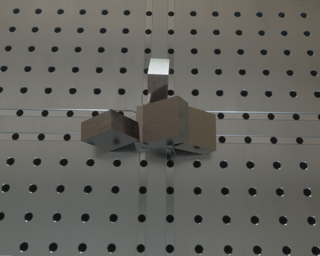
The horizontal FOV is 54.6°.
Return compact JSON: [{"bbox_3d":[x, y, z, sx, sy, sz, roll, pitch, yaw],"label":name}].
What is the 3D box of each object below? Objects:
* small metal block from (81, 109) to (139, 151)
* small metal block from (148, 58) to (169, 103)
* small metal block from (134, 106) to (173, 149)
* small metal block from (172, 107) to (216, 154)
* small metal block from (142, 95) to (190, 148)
[{"bbox_3d":[-0.062,0.004,0.386,0.050,0.050,0.025,-21,61,29],"label":"small metal block"},{"bbox_3d":[-0.002,-0.058,0.409,0.025,0.050,0.050,3,34,2],"label":"small metal block"},{"bbox_3d":[-0.006,-0.001,0.412,0.050,0.025,0.050,2,70,1],"label":"small metal block"},{"bbox_3d":[0.045,0.003,0.399,0.050,0.025,0.050,14,67,-28],"label":"small metal block"},{"bbox_3d":[0.007,-0.006,0.375,0.050,0.025,0.050,-13,66,30],"label":"small metal block"}]
